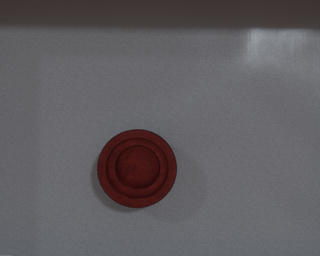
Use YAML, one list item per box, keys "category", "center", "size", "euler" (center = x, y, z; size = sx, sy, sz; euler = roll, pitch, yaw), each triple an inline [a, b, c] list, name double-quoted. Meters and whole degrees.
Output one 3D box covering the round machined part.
- category: "round machined part"
  center: [-0.028, 0.050, 0.403]
  size: [0.099, 0.042, 0.097]
  euler: [0, 90, -1]
